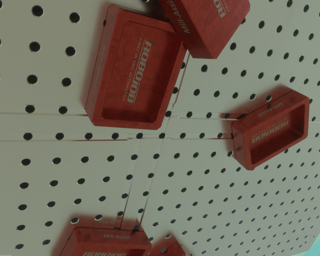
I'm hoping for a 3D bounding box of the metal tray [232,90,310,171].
[{"bbox_3d":[0.186,0.004,0.515,0.131,0.030,0.090,-27,128,-12],"label":"metal tray"}]

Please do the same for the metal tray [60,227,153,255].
[{"bbox_3d":[-0.087,0.205,0.488,0.131,0.030,0.090,18,109,-36],"label":"metal tray"}]

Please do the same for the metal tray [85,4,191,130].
[{"bbox_3d":[-0.026,-0.063,0.355,0.091,0.030,0.129,4,116,-31],"label":"metal tray"}]

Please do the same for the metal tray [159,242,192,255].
[{"bbox_3d":[0.031,0.286,0.604,0.090,0.030,0.130,-37,130,-4],"label":"metal tray"}]

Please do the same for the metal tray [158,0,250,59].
[{"bbox_3d":[0.042,-0.147,0.320,0.090,0.030,0.130,-56,132,-18],"label":"metal tray"}]
